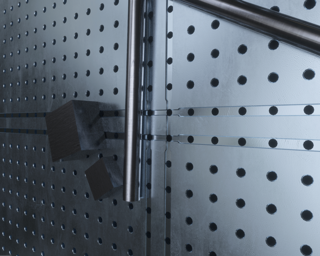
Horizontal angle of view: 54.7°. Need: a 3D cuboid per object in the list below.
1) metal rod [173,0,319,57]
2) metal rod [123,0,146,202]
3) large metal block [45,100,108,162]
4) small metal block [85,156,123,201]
[{"bbox_3d":[0.088,-0.125,0.336,0.300,0.025,0.025,37,113,34],"label":"metal rod"},{"bbox_3d":[-0.036,-0.047,0.439,0.025,0.025,0.298,3,92,40],"label":"metal rod"},{"bbox_3d":[-0.139,0.006,0.508,0.080,0.050,0.080,-22,76,38],"label":"large metal block"},{"bbox_3d":[-0.086,0.078,0.480,0.050,0.025,0.050,-38,67,33],"label":"small metal block"}]
